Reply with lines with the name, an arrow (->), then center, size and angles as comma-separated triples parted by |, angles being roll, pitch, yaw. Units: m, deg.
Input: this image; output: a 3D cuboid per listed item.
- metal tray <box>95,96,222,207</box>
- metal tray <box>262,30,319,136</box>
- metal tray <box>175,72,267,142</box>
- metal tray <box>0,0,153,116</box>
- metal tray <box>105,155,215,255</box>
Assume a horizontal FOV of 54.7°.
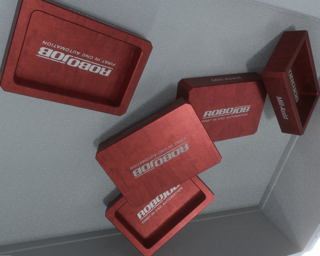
metal tray -> -0.001, 0.031, 0.387 | 0.130, 0.030, 0.090 | -30, 109, 6
metal tray -> 0.194, -0.062, 0.448 | 0.090, 0.030, 0.130 | -57, 133, -22
metal tray -> 0.085, -0.027, 0.435 | 0.131, 0.030, 0.089 | -9, 123, -24
metal tray -> -0.083, -0.069, 0.317 | 0.131, 0.030, 0.089 | 12, 112, -34
metal tray -> 0.000, 0.106, 0.441 | 0.130, 0.030, 0.090 | -42, 95, 0
